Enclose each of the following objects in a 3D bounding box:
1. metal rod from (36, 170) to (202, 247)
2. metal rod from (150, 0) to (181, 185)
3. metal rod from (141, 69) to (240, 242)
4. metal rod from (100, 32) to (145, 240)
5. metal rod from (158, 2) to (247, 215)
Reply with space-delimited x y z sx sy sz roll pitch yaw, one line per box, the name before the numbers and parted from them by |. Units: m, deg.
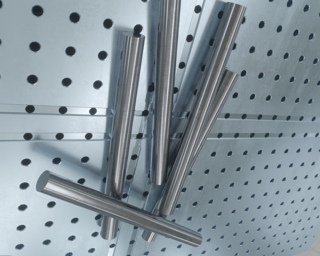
metal rod | -0.034 0.125 0.437 0.025 0.025 0.301 -50 129 7
metal rod | 0.005 -0.052 0.383 0.025 0.025 0.298 -11 123 -23
metal rod | 0.038 0.051 0.465 0.025 0.025 0.298 11 113 -34
metal rod | -0.053 0.030 0.401 0.025 0.025 0.298 -4 120 -27
metal rod | 0.050 -0.012 0.418 0.025 0.025 0.298 6 111 -31
